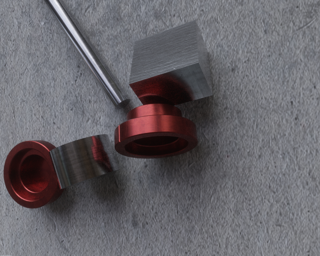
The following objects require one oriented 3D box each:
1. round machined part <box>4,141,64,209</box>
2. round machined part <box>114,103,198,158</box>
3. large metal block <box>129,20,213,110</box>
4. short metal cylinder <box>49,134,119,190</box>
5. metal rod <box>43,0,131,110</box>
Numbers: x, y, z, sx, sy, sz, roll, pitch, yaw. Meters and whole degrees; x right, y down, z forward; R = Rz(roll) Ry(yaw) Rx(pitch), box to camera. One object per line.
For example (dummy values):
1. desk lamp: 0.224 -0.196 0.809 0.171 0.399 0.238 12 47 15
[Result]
1. round machined part: -0.179 0.067 0.463 0.098 0.042 0.097 0 90 20
2. round machined part: -0.006 0.003 0.375 0.098 0.098 0.042 -13 67 19
3. large metal block: 0.014 -0.073 0.370 0.080 0.050 0.080 -14 48 19
4. short metal cylinder: -0.101 0.045 0.415 0.080 0.080 0.050 -21 83 19
5. metal rod: -0.135 -0.153 0.456 0.025 0.025 0.299 -38 78 16
